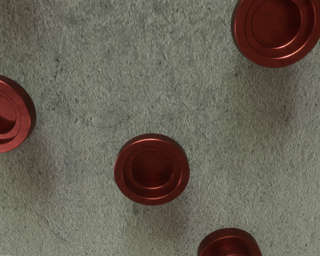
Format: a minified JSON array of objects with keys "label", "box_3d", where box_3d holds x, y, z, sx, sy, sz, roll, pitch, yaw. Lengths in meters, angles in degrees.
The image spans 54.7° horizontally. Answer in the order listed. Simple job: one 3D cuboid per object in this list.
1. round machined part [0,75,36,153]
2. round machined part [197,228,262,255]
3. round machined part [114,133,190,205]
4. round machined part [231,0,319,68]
[{"label":"round machined part","box_3d":[-0.206,-0.021,0.391,0.099,0.042,0.097,0,110,0]},{"label":"round machined part","box_3d":[0.109,0.208,0.478,0.099,0.042,0.097,0,110,0]},{"label":"round machined part","box_3d":[-0.011,0.052,0.420,0.099,0.042,0.097,0,110,0]},{"label":"round machined part","box_3d":[0.131,-0.121,0.357,0.099,0.042,0.097,0,110,0]}]
